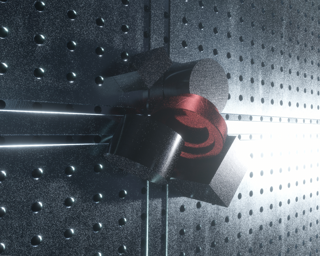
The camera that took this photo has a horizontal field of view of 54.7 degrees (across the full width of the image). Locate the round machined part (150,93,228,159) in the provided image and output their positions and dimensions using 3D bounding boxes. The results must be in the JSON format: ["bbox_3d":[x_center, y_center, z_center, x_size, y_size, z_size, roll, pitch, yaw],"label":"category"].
[{"bbox_3d":[0.038,-0.006,0.396,0.098,0.098,0.042,49,49,-30],"label":"round machined part"}]

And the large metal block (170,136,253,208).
[{"bbox_3d":[0.068,0.056,0.434,0.050,0.080,0.080,51,60,-28],"label":"large metal block"}]

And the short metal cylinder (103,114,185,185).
[{"bbox_3d":[-0.018,0.026,0.360,0.080,0.080,0.050,38,67,-34],"label":"short metal cylinder"}]

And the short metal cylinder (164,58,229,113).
[{"bbox_3d":[0.052,-0.054,0.438,0.081,0.050,0.079,0,90,-40],"label":"short metal cylinder"}]

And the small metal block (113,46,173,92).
[{"bbox_3d":[-0.021,-0.070,0.377,0.050,0.050,0.025,-50,120,-29],"label":"small metal block"}]
